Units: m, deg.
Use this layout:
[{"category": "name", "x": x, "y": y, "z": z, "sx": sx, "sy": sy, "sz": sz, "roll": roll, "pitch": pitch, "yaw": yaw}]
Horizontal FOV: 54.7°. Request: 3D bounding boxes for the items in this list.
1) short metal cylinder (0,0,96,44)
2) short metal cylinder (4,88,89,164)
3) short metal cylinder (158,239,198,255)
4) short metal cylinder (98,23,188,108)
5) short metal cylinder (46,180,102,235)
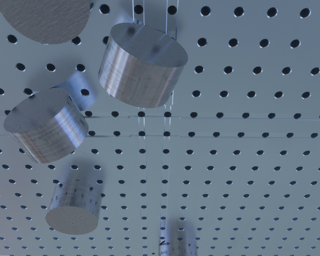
[{"category": "short metal cylinder", "x": -0.102, "y": -0.126, "z": 0.287, "sx": 0.081, "sy": 0.050, "sz": 0.079, "roll": 0, "pitch": 130, "yaw": 0}, {"category": "short metal cylinder", "x": -0.134, "y": -0.004, "z": 0.370, "sx": 0.080, "sy": 0.080, "sz": 0.050, "roll": -14, "pitch": 129, "yaw": 11}, {"category": "short metal cylinder", "x": 0.037, "y": 0.269, "z": 0.625, "sx": 0.081, "sy": 0.050, "sz": 0.079, "roll": 0, "pitch": 130, "yaw": 0}, {"category": "short metal cylinder", "x": -0.018, "y": -0.065, "z": 0.320, "sx": 0.081, "sy": 0.080, "sz": 0.050, "roll": 16, "pitch": 128, "yaw": -14}, {"category": "short metal cylinder", "x": -0.138, "y": 0.130, "z": 0.504, "sx": 0.081, "sy": 0.050, "sz": 0.079, "roll": 0, "pitch": 130, "yaw": 0}]
